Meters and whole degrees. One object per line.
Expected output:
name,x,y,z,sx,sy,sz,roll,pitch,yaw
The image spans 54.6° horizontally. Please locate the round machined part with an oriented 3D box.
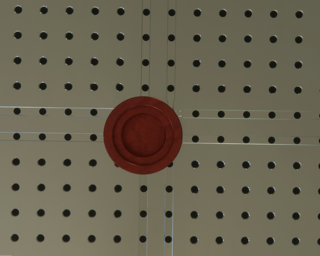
round machined part,-0.021,0.009,0.405,0.099,0.042,0.097,0,90,0
